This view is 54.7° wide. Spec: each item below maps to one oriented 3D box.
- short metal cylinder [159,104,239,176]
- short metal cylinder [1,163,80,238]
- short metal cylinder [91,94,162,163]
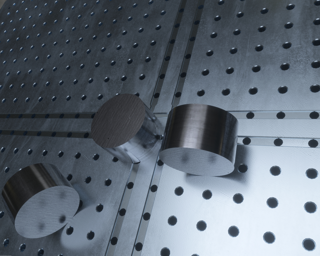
[{"bbox_3d":[0.043,0.015,0.341,0.080,0.080,0.050,-1,62,28],"label":"short metal cylinder"},{"bbox_3d":[-0.152,0.092,0.396,0.080,0.080,0.050,-48,51,-5],"label":"short metal cylinder"},{"bbox_3d":[-0.044,0.001,0.415,0.080,0.050,0.080,-13,56,21],"label":"short metal cylinder"}]
